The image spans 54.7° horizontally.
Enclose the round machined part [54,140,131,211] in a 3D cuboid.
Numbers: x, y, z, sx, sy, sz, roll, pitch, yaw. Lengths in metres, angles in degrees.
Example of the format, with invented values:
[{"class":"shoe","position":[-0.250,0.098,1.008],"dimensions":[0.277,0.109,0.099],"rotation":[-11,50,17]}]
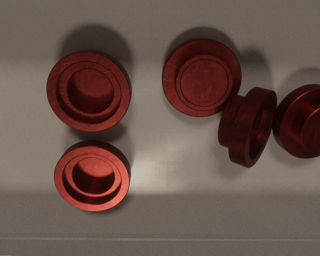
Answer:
[{"class":"round machined part","position":[-0.089,0.061,0.423],"dimensions":[0.099,0.042,0.097],"rotation":[0,110,-1]}]

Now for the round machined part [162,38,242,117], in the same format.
[{"class":"round machined part","position":[0.052,-0.059,0.381],"dimensions":[0.099,0.042,0.097],"rotation":[0,110,-1]}]

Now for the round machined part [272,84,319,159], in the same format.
[{"class":"round machined part","position":[0.199,-0.004,0.395],"dimensions":[0.099,0.042,0.097],"rotation":[-4,112,-10]}]

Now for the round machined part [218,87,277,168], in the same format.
[{"class":"round machined part","position":[0.106,-0.003,0.383],"dimensions":[0.042,0.099,0.097],"rotation":[20,114,31]}]

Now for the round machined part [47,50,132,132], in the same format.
[{"class":"round machined part","position":[-0.084,-0.047,0.384],"dimensions":[0.099,0.042,0.097],"rotation":[0,110,-1]}]
